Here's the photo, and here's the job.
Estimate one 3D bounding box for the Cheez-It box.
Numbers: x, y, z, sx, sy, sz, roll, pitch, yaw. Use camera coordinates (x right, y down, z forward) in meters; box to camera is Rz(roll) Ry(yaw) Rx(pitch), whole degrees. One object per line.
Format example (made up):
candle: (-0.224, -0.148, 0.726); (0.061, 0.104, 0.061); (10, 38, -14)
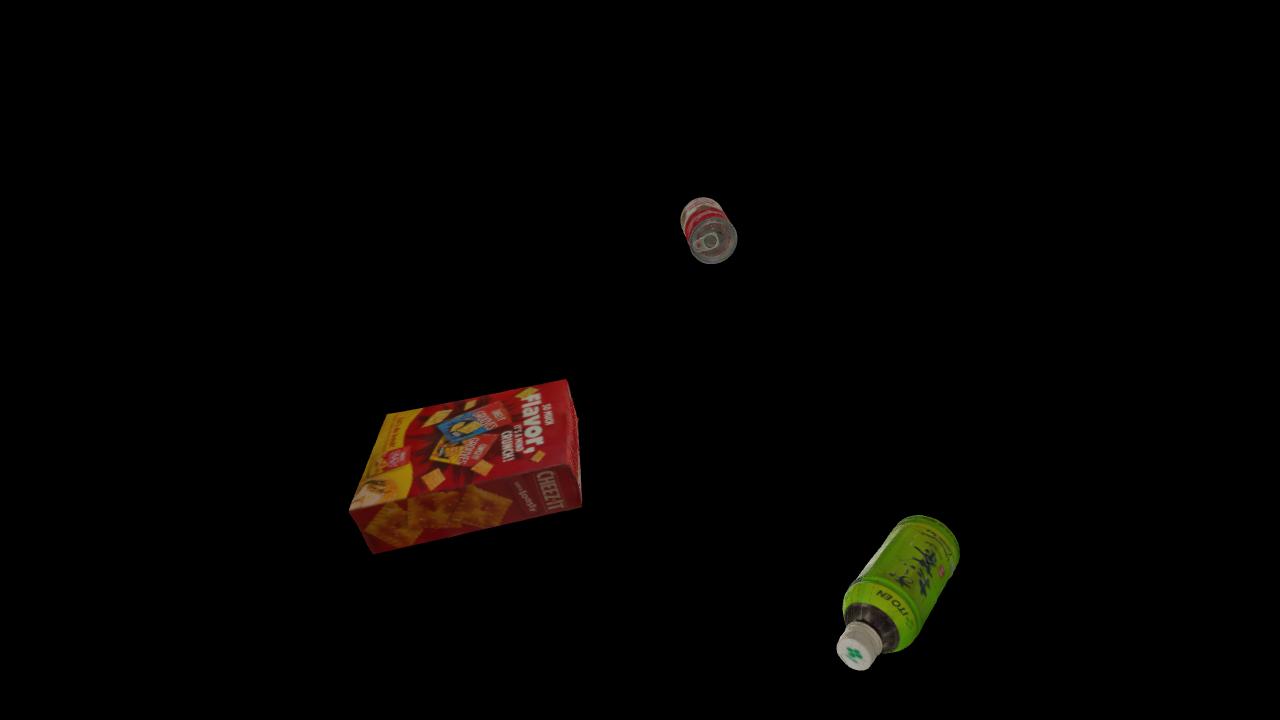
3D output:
Cheez-It box: (-0.179, 0.108, 0.675); (0.223, 0.071, 0.166); (-12, 31, -1)

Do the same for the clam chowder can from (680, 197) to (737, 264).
clam chowder can: (0.097, -0.189, 0.888); (0.068, 0.068, 0.102); (0, 31, -5)

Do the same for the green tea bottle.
green tea bottle: (0.247, 0.225, 0.598); (0.073, 0.073, 0.212); (0, 15, 43)
